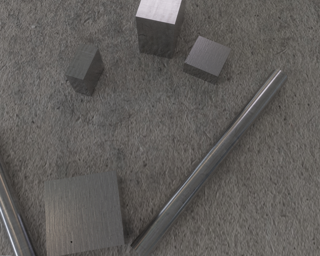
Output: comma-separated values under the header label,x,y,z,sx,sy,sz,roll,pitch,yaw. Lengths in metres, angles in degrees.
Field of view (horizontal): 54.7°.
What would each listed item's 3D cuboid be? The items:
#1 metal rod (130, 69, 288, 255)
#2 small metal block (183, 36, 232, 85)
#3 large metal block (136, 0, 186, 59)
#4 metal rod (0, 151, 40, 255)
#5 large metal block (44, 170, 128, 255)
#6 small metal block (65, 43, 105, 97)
label,x,y,z,sx,sy,sz,roll,pitch,yaw
metal rod,0.072,0.035,0.395,0.025,0.025,0.301,38,74,12
small metal block,0.067,-0.097,0.444,0.050,0.025,0.050,25,72,8
large metal block,0.004,-0.157,0.436,0.050,0.080,0.080,13,71,5
metal rod,-0.162,0.128,0.360,0.025,0.025,0.299,-27,72,-10
large metal block,-0.083,0.099,0.358,0.081,0.050,0.080,-9,70,-3
small metal block,-0.101,-0.078,0.423,0.025,0.050,0.050,17,71,6
